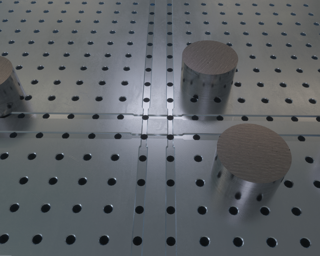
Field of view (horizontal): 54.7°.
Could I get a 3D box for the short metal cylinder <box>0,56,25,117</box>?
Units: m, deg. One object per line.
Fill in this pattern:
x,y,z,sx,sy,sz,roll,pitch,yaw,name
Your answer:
-0.242,-0.059,0.439,0.081,0.050,0.080,0,50,0,short metal cylinder

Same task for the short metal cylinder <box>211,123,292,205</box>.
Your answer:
0.102,0.041,0.357,0.081,0.050,0.080,0,50,0,short metal cylinder

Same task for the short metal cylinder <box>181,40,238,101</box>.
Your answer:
0.072,-0.087,0.465,0.081,0.050,0.080,0,50,0,short metal cylinder
